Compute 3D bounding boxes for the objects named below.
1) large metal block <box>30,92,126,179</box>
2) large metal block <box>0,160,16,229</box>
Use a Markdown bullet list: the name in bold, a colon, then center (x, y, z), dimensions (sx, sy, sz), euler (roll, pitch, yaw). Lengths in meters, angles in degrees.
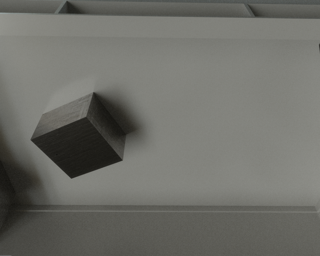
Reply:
- **large metal block**: center (-0.101, 0.012, 0.402), dimensions (0.080, 0.050, 0.080), euler (-21, 127, 16)
- **large metal block**: center (-0.264, 0.104, 0.459), dimensions (0.050, 0.080, 0.079), euler (1, 130, -1)
